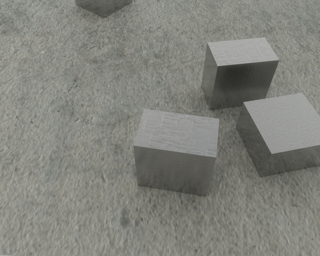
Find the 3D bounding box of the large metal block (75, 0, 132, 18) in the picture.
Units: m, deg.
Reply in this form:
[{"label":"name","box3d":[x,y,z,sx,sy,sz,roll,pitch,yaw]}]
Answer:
[{"label":"large metal block","box3d":[-0.113,-0.270,0.612,0.080,0.050,0.080,31,56,23]}]

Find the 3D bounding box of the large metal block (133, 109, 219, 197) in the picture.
[{"label":"large metal block","box3d":[0.018,0.029,0.343,0.080,0.080,0.050,8,51,6]}]

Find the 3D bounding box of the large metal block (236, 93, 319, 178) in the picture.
[{"label":"large metal block","box3d":[0.151,0.007,0.383,0.081,0.050,0.080,-9,51,-8]}]

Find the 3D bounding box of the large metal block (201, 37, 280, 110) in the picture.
[{"label":"large metal block","box3d":[0.107,-0.074,0.431,0.081,0.080,0.050,-7,51,-6]}]
